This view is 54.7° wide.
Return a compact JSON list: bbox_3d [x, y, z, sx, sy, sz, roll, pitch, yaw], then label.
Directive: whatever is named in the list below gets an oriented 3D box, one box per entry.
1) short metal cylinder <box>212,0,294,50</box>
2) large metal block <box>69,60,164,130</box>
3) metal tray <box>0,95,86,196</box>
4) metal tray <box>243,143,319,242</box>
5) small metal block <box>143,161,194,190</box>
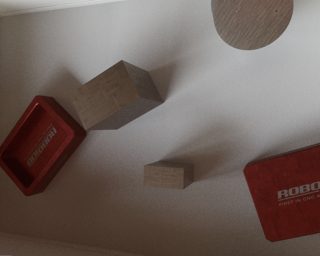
[{"bbox_3d":[0.098,-0.133,0.342,0.080,0.050,0.079,2,126,3],"label":"short metal cylinder"},{"bbox_3d":[-0.053,-0.038,0.399,0.080,0.080,0.050,-29,81,17],"label":"large metal block"},{"bbox_3d":[-0.184,0.027,0.470,0.090,0.030,0.130,43,103,14],"label":"metal tray"},{"bbox_3d":[0.171,0.067,0.348,0.130,0.030,0.090,-19,84,18],"label":"metal tray"},{"bbox_3d":[0.012,0.059,0.392,0.050,0.050,0.025,2,91,19],"label":"small metal block"}]
